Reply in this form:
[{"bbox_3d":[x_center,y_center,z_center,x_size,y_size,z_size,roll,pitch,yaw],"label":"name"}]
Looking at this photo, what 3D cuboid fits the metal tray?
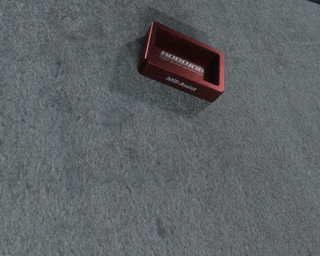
[{"bbox_3d":[0.037,-0.102,0.481,0.131,0.030,0.090,19,54,-17],"label":"metal tray"}]
